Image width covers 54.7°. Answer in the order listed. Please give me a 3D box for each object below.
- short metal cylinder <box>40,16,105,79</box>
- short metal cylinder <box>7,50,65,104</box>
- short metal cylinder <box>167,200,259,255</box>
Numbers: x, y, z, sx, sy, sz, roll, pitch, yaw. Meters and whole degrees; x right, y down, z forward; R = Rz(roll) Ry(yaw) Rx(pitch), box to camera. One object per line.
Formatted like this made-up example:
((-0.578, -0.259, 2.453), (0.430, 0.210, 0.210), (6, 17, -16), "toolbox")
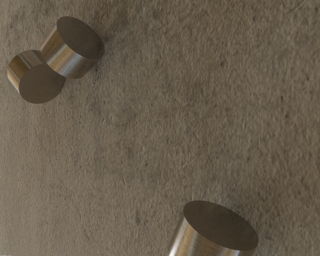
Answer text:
((-0.134, -0.123, 0.477), (0.050, 0.081, 0.080), (-36, 68, 34), "short metal cylinder")
((-0.217, -0.090, 0.545), (0.050, 0.081, 0.080), (43, 116, 31), "short metal cylinder")
((0.054, 0.120, 0.323), (0.080, 0.081, 0.050), (30, 109, 35), "short metal cylinder")
